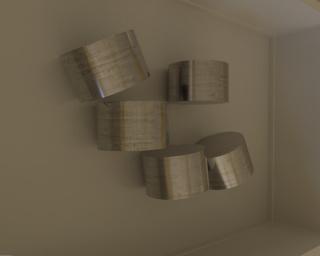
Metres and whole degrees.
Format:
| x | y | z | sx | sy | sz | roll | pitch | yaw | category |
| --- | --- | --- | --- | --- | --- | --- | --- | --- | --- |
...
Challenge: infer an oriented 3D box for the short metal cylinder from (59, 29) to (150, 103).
| x | y | z | sx | sy | sz | roll | pitch | yaw | category |
| --- | --- | --- | --- | --- | --- | --- | --- | --- | --- |
| -0.056 | -0.065 | 0.325 | 0.081 | 0.080 | 0.050 | -33 | 111 | -35 | short metal cylinder |

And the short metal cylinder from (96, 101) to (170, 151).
| x | y | z | sx | sy | sz | roll | pitch | yaw | category |
| --- | --- | --- | --- | --- | --- | --- | --- | --- | --- |
| -0.030 | -0.003 | 0.347 | 0.081 | 0.080 | 0.050 | -3 | 92 | -40 | short metal cylinder |

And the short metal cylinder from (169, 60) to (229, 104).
| x | y | z | sx | sy | sz | roll | pitch | yaw | category |
| --- | --- | --- | --- | --- | --- | --- | --- | --- | --- |
| 0.051 | -0.059 | 0.416 | 0.081 | 0.080 | 0.050 | -1 | 91 | -40 | short metal cylinder |

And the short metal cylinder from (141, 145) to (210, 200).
| x | y | z | sx | sy | sz | roll | pitch | yaw | category |
| --- | --- | --- | --- | --- | --- | --- | --- | --- | --- |
| 0.020 | 0.052 | 0.389 | 0.081 | 0.080 | 0.050 | -11 | 97 | -40 | short metal cylinder |

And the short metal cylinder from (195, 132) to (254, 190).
| x | y | z | sx | sy | sz | roll | pitch | yaw | category |
| --- | --- | --- | --- | --- | --- | --- | --- | --- | --- |
| 0.088 | 0.045 | 0.448 | 0.081 | 0.080 | 0.050 | -33 | 111 | -35 | short metal cylinder |
